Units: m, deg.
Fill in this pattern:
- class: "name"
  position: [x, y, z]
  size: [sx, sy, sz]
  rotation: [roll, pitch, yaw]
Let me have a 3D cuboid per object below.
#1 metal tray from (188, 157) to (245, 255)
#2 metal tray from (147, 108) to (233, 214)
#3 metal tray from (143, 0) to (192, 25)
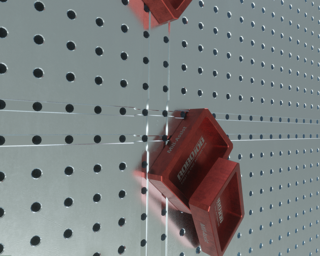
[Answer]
- class: "metal tray"
  position: [0.087, 0.118, 0.452]
  size: [0.090, 0.030, 0.129]
  rotation: [-47, 137, -34]
- class: "metal tray"
  position: [0.049, 0.046, 0.449]
  size: [0.090, 0.030, 0.130]
  rotation: [50, 60, -29]
- class: "metal tray"
  position: [0.018, -0.218, 0.422]
  size: [0.090, 0.030, 0.130]
  rotation: [48, 61, -30]
